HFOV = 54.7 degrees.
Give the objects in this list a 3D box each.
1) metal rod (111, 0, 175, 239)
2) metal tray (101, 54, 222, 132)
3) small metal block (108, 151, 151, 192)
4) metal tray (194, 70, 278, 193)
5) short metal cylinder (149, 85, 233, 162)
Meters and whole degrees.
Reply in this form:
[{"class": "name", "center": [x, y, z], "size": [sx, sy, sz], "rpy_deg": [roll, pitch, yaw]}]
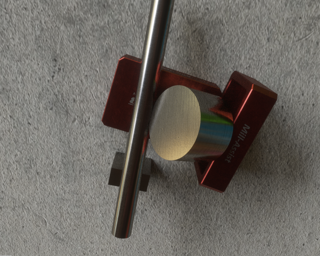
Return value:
[{"class": "metal rod", "center": [-0.021, -0.010, 0.365], "size": [0.025, 0.025, 0.298], "rpy_deg": [10, 101, -4]}, {"class": "metal tray", "center": [0.001, -0.031, 0.396], "size": [0.131, 0.030, 0.089], "rpy_deg": [17, 109, -7]}, {"class": "small metal block", "center": [-0.040, 0.058, 0.418], "size": [0.050, 0.050, 0.025], "rpy_deg": [12, 110, -5]}, {"class": "metal tray", "center": [0.084, 0.002, 0.378], "size": [0.030, 0.090, 0.129], "rpy_deg": [22, 109, -8]}, {"class": "short metal cylinder", "center": [0.033, -0.003, 0.342], "size": [0.050, 0.080, 0.079], "rpy_deg": [9, 114, -39]}]
